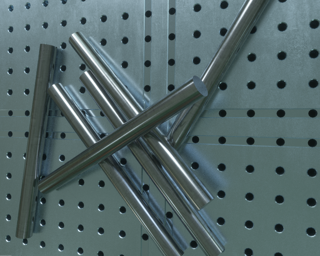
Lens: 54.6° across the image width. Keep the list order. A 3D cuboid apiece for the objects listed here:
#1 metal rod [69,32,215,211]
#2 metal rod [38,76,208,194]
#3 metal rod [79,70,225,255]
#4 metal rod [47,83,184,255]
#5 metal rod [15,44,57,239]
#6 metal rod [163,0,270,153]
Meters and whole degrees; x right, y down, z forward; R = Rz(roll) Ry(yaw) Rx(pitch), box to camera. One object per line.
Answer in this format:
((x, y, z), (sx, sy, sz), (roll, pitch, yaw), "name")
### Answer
((-0.035, -0.022, 0.406), (0.025, 0.025, 0.300), (-44, 69, 15), "metal rod")
((-0.067, 0.023, 0.399), (0.299, 0.025, 0.025), (-31, 80, 31), "metal rod")
((-0.018, 0.041, 0.419), (0.025, 0.025, 0.300), (-41, 77, 15), "metal rod")
((-0.068, 0.055, 0.437), (0.025, 0.025, 0.300), (-42, 77, 15), "metal rod")
((-0.192, 0.022, 0.481), (0.025, 0.025, 0.298), (10, 93, 20), "metal rod")
((0.083, -0.095, 0.383), (0.025, 0.025, 0.299), (33, 101, 17), "metal rod")
